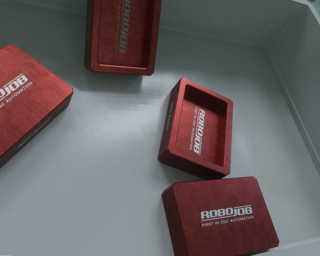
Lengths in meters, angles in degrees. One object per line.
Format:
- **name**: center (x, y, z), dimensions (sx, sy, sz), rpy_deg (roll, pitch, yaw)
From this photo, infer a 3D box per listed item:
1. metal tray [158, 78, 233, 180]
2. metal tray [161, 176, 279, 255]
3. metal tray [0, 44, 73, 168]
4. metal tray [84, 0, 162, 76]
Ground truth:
- **metal tray**: center (0.054, 0.000, 0.430), dimensions (0.090, 0.030, 0.130), rpy_deg (23, 53, -15)
- **metal tray**: center (0.074, 0.109, 0.375), dimensions (0.131, 0.030, 0.090), rpy_deg (1, 61, -28)
- **metal tray**: center (-0.168, -0.023, 0.326), dimensions (0.090, 0.030, 0.130), rpy_deg (38, 51, -3)
- **metal tray**: center (-0.048, -0.138, 0.407), dimensions (0.091, 0.030, 0.129), rpy_deg (-1, 106, -28)
